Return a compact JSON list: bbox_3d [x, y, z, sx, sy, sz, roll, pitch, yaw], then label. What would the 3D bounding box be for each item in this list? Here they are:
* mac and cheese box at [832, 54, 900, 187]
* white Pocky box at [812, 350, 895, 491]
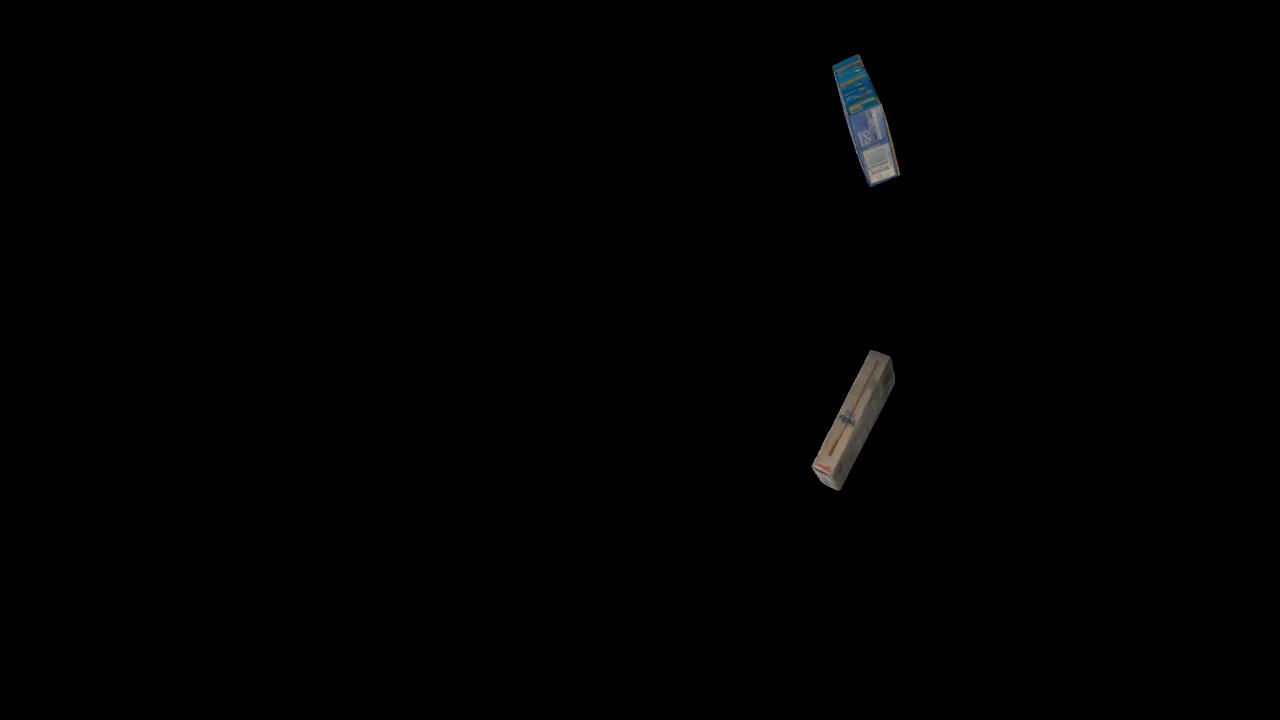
[{"bbox_3d":[0.273,-0.296,0.750,0.041,0.093,0.184,-18,36,24],"label":"mac and cheese box"},{"bbox_3d":[0.250,0.072,0.714,0.028,0.154,0.084,25,-10,31],"label":"white Pocky box"}]
